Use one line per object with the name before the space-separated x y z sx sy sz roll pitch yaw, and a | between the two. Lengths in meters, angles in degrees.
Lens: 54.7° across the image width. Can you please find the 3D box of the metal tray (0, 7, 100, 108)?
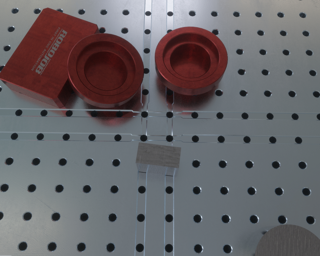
metal tray | -0.154 -0.103 0.446 0.090 0.030 0.130 21 71 7

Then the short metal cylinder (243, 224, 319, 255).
short metal cylinder | 0.138 0.150 0.345 0.081 0.050 0.080 0 70 0

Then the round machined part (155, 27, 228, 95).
round machined part | 0.042 -0.090 0.436 0.099 0.042 0.098 0 70 0

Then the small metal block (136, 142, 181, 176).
small metal block | -0.002 0.040 0.384 0.050 0.050 0.025 7 70 2

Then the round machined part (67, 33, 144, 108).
round machined part | -0.074 -0.074 0.420 0.099 0.042 0.098 3 77 -15
